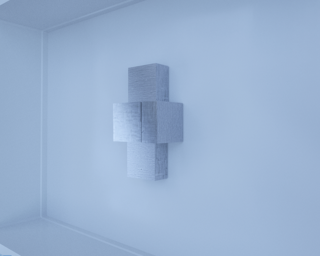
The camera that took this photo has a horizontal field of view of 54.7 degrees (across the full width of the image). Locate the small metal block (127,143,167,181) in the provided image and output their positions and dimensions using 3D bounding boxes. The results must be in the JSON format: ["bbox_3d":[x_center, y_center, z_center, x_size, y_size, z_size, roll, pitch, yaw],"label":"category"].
[{"bbox_3d":[-0.018,0.043,0.419,0.050,0.025,0.050,0,90,40],"label":"small metal block"}]

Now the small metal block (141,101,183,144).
[{"bbox_3d":[0.003,-0.007,0.386,0.025,0.050,0.050,0,90,40],"label":"small metal block"}]

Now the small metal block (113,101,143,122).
[{"bbox_3d":[-0.026,-0.020,0.410,0.050,0.050,0.025,0,90,40],"label":"small metal block"}]

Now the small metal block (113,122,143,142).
[{"bbox_3d":[-0.026,0.005,0.410,0.050,0.050,0.025,0,90,40],"label":"small metal block"}]

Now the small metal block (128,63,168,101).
[{"bbox_3d":[-0.016,-0.058,0.418,0.050,0.025,0.050,0,90,40],"label":"small metal block"}]
